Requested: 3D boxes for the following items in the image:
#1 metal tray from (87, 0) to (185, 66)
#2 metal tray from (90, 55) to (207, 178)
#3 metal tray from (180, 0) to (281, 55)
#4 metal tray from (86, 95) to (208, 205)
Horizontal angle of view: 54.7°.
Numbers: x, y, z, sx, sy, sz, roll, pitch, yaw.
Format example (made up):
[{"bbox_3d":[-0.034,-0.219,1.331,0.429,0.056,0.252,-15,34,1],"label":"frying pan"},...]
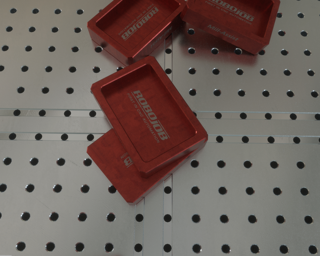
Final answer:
[{"bbox_3d":[-0.032,-0.162,0.467,0.090,0.030,0.130,40,74,13],"label":"metal tray"},{"bbox_3d":[-0.015,-0.016,0.382,0.090,0.030,0.130,-29,73,-11],"label":"metal tray"},{"bbox_3d":[0.105,-0.176,0.457,0.131,0.030,0.090,23,71,-8],"label":"metal tray"},{"bbox_3d":[-0.015,0.024,0.400,0.130,0.030,0.090,-39,75,-13],"label":"metal tray"}]
